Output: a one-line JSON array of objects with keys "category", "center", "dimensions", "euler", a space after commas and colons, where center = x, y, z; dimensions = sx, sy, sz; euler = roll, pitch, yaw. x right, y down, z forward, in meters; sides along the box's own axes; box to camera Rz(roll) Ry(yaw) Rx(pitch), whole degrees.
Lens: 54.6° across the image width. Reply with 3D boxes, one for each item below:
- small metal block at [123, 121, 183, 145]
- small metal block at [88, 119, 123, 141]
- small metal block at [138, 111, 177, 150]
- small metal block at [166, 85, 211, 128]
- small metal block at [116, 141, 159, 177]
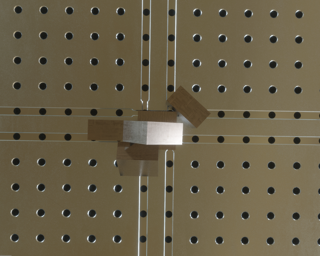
[{"category": "small metal block", "center": [-0.009, 0.005, 0.366], "dimensions": [0.050, 0.050, 0.025], "euler": [2, 91, -37]}, {"category": "small metal block", "center": [-0.062, 0.002, 0.400], "dimensions": [0.050, 0.050, 0.025], "euler": [2, 91, 1]}, {"category": "small metal block", "center": [-0.004, 0.003, 0.413], "dimensions": [0.050, 0.025, 0.050], "euler": [2, 90, -1]}, {"category": "small metal block", "center": [0.035, -0.026, 0.401], "dimensions": [0.050, 0.050, 0.025], "euler": [43, 90, 0]}, {"category": "small metal block", "center": [-0.027, 0.041, 0.398], "dimensions": [0.050, 0.050, 0.025], "euler": [1, 59, 0]}]
